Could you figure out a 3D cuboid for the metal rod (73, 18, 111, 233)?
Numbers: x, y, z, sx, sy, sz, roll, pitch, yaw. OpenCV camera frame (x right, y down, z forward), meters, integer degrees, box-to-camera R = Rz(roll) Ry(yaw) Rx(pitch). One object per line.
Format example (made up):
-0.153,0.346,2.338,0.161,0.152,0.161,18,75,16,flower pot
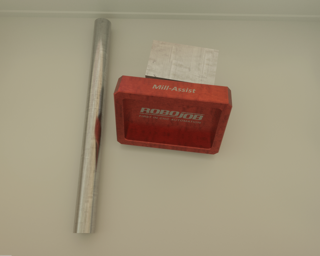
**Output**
-0.087,-0.017,0.414,0.025,0.025,0.299,1,70,0,metal rod

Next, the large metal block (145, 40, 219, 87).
0.027,-0.064,0.404,0.080,0.080,0.050,10,70,3,large metal block

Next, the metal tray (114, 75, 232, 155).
0.013,-0.013,0.377,0.131,0.089,0.030,6,47,2,metal tray
